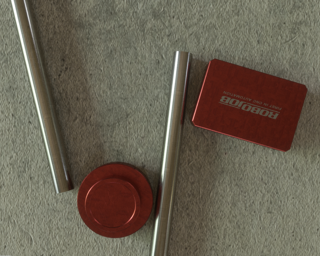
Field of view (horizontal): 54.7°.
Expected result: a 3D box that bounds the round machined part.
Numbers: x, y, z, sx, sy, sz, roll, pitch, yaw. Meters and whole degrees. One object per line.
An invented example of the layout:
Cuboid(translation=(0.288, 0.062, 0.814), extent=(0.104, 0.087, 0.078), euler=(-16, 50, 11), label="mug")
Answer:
Cuboid(translation=(-0.058, 0.094, 0.401), extent=(0.099, 0.042, 0.097), euler=(0, 90, -1), label="round machined part")

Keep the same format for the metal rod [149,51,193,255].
Cuboid(translation=(0.013, 0.050, 0.410), extent=(0.025, 0.025, 0.298), euler=(7, 90, -1), label="metal rod")

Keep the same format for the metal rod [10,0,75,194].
Cuboid(translation=(-0.159, -0.063, 0.407), extent=(0.025, 0.025, 0.298), euler=(-13, 90, 0), label="metal rod")

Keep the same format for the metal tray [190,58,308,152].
Cuboid(translation=(0.115, -0.029, 0.409), extent=(0.131, 0.030, 0.090), euler=(16, 90, -1), label="metal tray")
